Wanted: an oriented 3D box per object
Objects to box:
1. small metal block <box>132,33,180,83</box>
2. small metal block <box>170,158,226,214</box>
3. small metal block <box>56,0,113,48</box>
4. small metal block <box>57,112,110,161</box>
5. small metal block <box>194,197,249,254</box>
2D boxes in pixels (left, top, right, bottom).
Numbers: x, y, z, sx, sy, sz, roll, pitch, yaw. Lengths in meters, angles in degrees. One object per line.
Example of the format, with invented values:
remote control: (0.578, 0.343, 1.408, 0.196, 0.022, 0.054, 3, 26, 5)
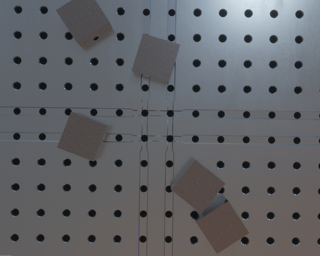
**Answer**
small metal block: (-0.005, -0.091, 0.413, 0.050, 0.025, 0.050, 17, 90, 0)
small metal block: (0.050, 0.076, 0.414, 0.050, 0.025, 0.050, 39, 90, 0)
small metal block: (-0.100, -0.145, 0.413, 0.050, 0.025, 0.050, -33, 90, 0)
small metal block: (-0.101, 0.011, 0.413, 0.050, 0.025, 0.050, 21, 90, 0)
small metal block: (0.081, 0.129, 0.414, 0.050, 0.025, 0.050, -33, 90, 0)
